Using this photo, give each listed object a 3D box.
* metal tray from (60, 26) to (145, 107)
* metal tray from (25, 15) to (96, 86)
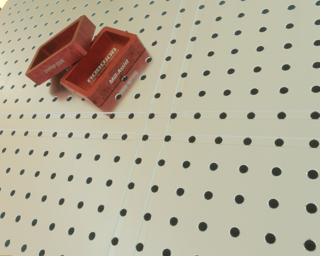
[{"bbox_3d":[-0.097,-0.107,0.523,0.090,0.030,0.130,28,77,37],"label":"metal tray"},{"bbox_3d":[-0.180,-0.141,0.563,0.130,0.030,0.090,-23,43,27],"label":"metal tray"}]
